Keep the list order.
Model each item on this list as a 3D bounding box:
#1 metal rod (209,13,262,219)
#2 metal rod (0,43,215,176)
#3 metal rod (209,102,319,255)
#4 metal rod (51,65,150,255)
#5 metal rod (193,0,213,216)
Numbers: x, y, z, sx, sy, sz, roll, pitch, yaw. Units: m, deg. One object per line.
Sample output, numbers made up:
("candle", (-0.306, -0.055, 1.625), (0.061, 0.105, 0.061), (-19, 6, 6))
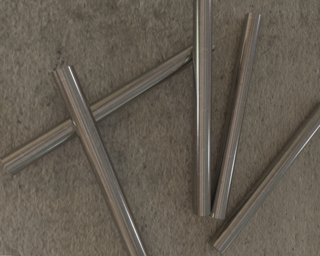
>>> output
("metal rod", (0.110, -0.020, 0.451), (0.025, 0.025, 0.298), (13, 86, -20))
("metal rod", (-0.051, -0.037, 0.390), (0.302, 0.025, 0.025), (-34, 101, -17))
("metal rod", (0.179, 0.066, 0.477), (0.301, 0.025, 0.025), (-47, 105, -14))
("metal rod", (-0.058, 0.073, 0.371), (0.025, 0.025, 0.298), (-24, 105, -19))
("metal rod", (0.056, -0.030, 0.412), (0.025, 0.025, 0.298), (-4, 98, -20))
